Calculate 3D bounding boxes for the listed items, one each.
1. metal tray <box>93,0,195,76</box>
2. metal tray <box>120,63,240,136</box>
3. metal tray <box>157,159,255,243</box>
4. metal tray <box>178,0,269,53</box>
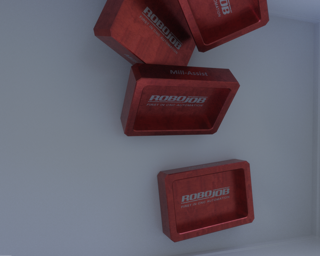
[{"bbox_3d":[-0.008,-0.116,0.372,0.130,0.030,0.090,31,79,-49],"label":"metal tray"},{"bbox_3d":[0.023,-0.032,0.388,0.131,0.030,0.089,-1,135,-21],"label":"metal tray"},{"bbox_3d":[0.066,0.097,0.433,0.131,0.030,0.089,-7,92,-20],"label":"metal tray"},{"bbox_3d":[0.064,-0.151,0.338,0.090,0.130,0.030,-22,55,12],"label":"metal tray"}]
